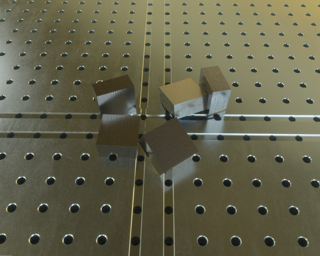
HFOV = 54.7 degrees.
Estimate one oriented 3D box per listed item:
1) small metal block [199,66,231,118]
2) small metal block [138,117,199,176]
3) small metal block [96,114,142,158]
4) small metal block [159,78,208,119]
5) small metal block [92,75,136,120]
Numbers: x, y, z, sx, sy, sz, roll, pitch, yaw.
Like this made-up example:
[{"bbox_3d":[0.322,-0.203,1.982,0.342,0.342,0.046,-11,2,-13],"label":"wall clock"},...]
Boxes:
[{"bbox_3d":[0.075,-0.051,0.435,0.025,0.050,0.050,-10,51,-9],"label":"small metal block"},{"bbox_3d":[0.010,0.022,0.377,0.050,0.025,0.050,-29,81,-23],"label":"small metal block"},{"bbox_3d":[-0.051,0.010,0.399,0.050,0.025,0.050,3,50,2],"label":"small metal block"},{"bbox_3d":[0.032,-0.042,0.438,0.050,0.025,0.050,-19,42,-15],"label":"small metal block"},{"bbox_3d":[-0.062,-0.040,0.424,0.050,0.050,0.025,-18,53,-15],"label":"small metal block"}]
